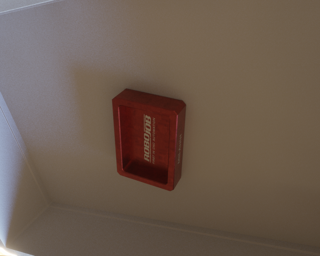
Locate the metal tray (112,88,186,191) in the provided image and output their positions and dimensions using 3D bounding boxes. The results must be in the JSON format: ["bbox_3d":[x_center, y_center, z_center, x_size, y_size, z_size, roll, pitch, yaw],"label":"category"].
[{"bbox_3d":[-0.015,0.018,0.422,0.090,0.030,0.129,14,124,20],"label":"metal tray"}]
